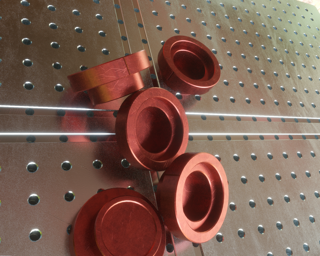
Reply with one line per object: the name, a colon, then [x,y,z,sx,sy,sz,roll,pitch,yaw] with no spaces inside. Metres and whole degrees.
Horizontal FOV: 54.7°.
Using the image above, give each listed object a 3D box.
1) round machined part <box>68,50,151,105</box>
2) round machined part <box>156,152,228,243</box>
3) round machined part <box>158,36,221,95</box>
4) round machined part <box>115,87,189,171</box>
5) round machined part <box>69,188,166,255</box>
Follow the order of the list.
round machined part: [-0.057,-0.059,0.376,0.099,0.098,0.042,-30,108,-38]
round machined part: [0.034,0.076,0.353,0.099,0.042,0.097,5,83,-46]
round machined part: [0.040,-0.091,0.476,0.099,0.042,0.098,14,56,-21]
round machined part: [-0.014,0.003,0.373,0.099,0.042,0.097,5,82,-42]
round machined part: [-0.038,0.107,0.313,0.099,0.042,0.098,14,56,-21]
